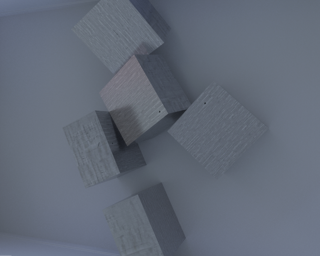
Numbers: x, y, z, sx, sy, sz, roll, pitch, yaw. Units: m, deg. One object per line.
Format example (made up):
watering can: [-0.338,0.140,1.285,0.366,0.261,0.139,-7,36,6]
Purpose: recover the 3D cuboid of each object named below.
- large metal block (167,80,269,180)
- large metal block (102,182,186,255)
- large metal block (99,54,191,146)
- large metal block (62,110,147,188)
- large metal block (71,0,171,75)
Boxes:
large metal block: [0.071,0.002,0.372,0.080,0.050,0.080,45,104,14]
large metal block: [-0.017,0.121,0.386,0.050,0.080,0.080,-27,82,18]
large metal block: [-0.019,-0.035,0.388,0.080,0.050,0.080,-38,76,38]
large metal block: [-0.069,0.025,0.404,0.050,0.080,0.080,-26,82,18]
large metal block: [-0.046,-0.123,0.385,0.080,0.050,0.080,-31,114,30]
